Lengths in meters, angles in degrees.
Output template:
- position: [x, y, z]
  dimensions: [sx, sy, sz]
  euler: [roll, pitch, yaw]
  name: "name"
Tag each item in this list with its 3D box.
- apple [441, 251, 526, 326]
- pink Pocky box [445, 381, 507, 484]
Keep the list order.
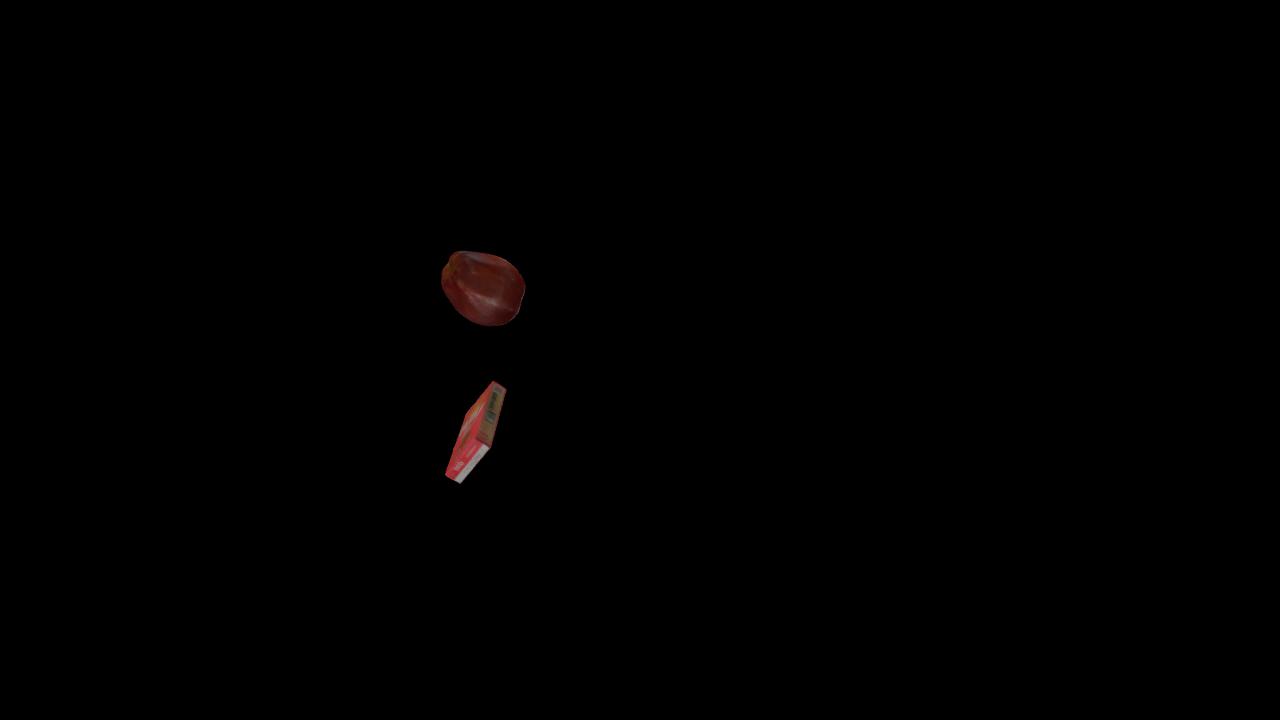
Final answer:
- position: [-0.172, -0.080, 0.680]
  dimensions: [0.093, 0.079, 0.079]
  euler: [29, -19, -37]
  name: "apple"
- position: [-0.243, 0.104, 0.920]
  dimensions: [0.029, 0.084, 0.155]
  euler: [35, 23, -20]
  name: "pink Pocky box"
